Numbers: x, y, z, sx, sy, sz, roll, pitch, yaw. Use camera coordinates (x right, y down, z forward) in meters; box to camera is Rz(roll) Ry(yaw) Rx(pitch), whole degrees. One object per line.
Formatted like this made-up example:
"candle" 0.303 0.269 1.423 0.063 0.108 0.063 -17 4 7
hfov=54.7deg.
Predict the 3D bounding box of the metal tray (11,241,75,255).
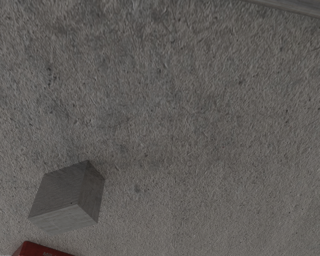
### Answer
"metal tray" -0.239 0.286 0.644 0.131 0.030 0.090 29 124 -23

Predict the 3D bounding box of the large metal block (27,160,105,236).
"large metal block" -0.134 0.103 0.457 0.080 0.080 0.050 -19 128 15

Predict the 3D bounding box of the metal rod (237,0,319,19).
"metal rod" 0.106 -0.130 0.297 0.302 0.025 0.025 9 130 -8
